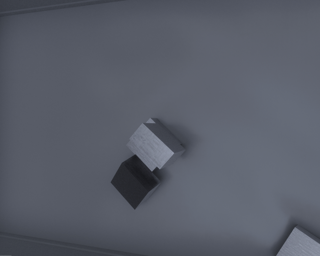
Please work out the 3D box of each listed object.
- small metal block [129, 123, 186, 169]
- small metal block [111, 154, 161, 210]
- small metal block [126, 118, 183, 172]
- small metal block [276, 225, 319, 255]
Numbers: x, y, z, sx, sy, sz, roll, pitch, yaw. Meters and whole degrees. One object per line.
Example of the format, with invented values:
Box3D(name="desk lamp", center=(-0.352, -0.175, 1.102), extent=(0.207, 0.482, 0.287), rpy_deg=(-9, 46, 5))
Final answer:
Box3D(name="small metal block", center=(-0.002, 0.020, 0.371), extent=(0.050, 0.050, 0.025), rpy_deg=(43, 103, 14))
Box3D(name="small metal block", center=(-0.033, 0.072, 0.409), extent=(0.050, 0.025, 0.050), rpy_deg=(46, 134, 14))
Box3D(name="small metal block", center=(-0.007, 0.022, 0.412), extent=(0.050, 0.025, 0.050), rpy_deg=(45, 104, 14))
Box3D(name="small metal block", center=(0.163, 0.146, 0.346), extent=(0.050, 0.025, 0.050), rpy_deg=(34, 99, 31))
